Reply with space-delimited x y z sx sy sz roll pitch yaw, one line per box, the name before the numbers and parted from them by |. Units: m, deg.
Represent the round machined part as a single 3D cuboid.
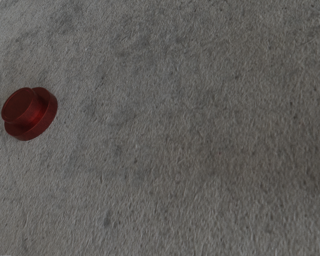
round machined part | -0.229 -0.030 0.529 0.098 0.042 0.098 -13 56 20
